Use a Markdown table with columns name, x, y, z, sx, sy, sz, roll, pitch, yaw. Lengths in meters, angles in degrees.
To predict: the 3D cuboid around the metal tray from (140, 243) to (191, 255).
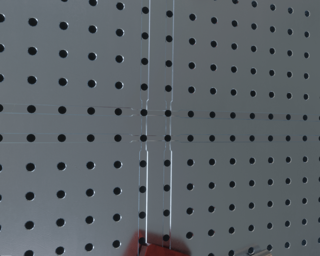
| name | x | y | z | sx | sy | sz | roll | pitch | yaw |
| --- | --- | --- | --- | --- | --- | --- | --- | --- | --- |
| metal tray | 0.005 | 0.222 | 0.387 | 0.090 | 0.030 | 0.130 | 21 | 68 | -9 |

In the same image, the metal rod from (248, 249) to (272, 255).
| name | x | y | z | sx | sy | sz | roll | pitch | yaw |
| --- | --- | --- | --- | --- | --- | --- | --- | --- | --- |
| metal rod | 0.027 | 0.228 | 0.423 | 0.302 | 0.025 | 0.025 | -12 | 94 | -20 |
